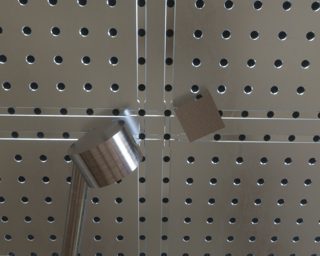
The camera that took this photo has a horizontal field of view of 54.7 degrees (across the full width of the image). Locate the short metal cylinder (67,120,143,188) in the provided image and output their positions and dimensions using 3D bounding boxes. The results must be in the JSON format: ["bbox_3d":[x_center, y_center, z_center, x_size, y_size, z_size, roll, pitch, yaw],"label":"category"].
[{"bbox_3d":[-0.069,0.032,0.395,0.080,0.080,0.050,-23,109,8],"label":"short metal cylinder"}]

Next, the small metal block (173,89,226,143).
[{"bbox_3d":[0.051,-0.016,0.408,0.050,0.025,0.050,-25,109,8],"label":"small metal block"}]

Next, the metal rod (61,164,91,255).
[{"bbox_3d":[-0.137,0.179,0.477,0.025,0.025,0.298,11,110,-5],"label":"metal rod"}]
